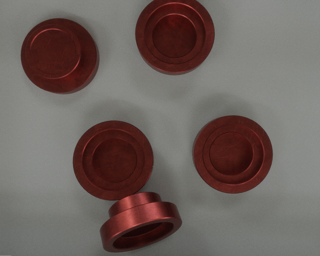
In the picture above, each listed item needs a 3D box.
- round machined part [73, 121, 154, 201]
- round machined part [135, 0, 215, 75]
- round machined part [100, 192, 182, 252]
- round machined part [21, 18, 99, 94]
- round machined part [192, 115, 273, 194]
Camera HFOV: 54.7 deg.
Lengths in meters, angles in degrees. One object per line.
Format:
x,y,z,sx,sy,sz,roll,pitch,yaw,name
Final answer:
-0.057,0.042,0.398,0.099,0.042,0.097,0,82,1,round machined part
0.019,-0.117,0.403,0.099,0.042,0.097,0,90,-1,round machined part
-0.026,0.114,0.384,0.098,0.098,0.042,-22,57,0,round machined part
-0.132,-0.094,0.401,0.099,0.042,0.097,0,90,-1,round machined part
0.091,0.033,0.404,0.099,0.042,0.097,0,90,-1,round machined part
